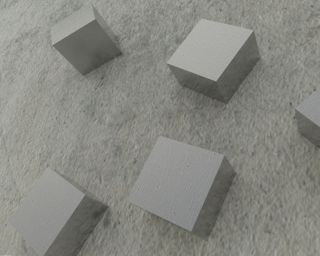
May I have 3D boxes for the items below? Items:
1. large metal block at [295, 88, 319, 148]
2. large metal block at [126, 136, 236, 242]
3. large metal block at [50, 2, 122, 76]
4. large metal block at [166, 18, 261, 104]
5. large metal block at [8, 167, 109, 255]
[{"bbox_3d":[0.191,-0.008,0.293,0.080,0.050,0.080,-40,51,1],"label":"large metal block"},{"bbox_3d":[0.024,0.063,0.335,0.080,0.050,0.080,16,70,34],"label":"large metal block"},{"bbox_3d":[-0.123,-0.147,0.521,0.080,0.080,0.050,-27,53,11],"label":"large metal block"},{"bbox_3d":[0.070,-0.089,0.404,0.080,0.050,0.080,29,78,37],"label":"large metal block"},{"bbox_3d":[-0.126,0.107,0.386,0.080,0.050,0.080,24,74,36],"label":"large metal block"}]
